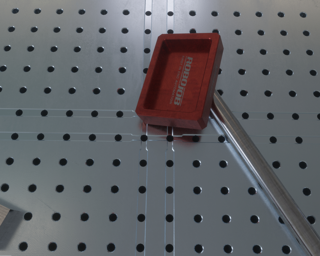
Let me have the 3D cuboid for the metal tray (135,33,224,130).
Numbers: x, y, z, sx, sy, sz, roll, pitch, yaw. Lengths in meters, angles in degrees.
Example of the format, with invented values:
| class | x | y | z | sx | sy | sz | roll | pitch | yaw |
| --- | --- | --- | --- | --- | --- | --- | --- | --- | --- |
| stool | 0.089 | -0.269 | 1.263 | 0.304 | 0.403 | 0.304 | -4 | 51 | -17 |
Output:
| class | x | y | z | sx | sy | sz | roll | pitch | yaw |
| --- | --- | --- | --- | --- | --- | --- | --- | --- | --- |
| metal tray | 0.028 | -0.066 | 0.417 | 0.090 | 0.030 | 0.130 | 6 | 69 | 23 |

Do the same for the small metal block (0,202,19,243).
| class | x | y | z | sx | sy | sz | roll | pitch | yaw |
| --- | --- | --- | --- | --- | --- | --- | --- | --- | --- |
| small metal block | -0.209 | 0.111 | 0.370 | 0.050 | 0.025 | 0.050 | 23 | 72 | 8 |

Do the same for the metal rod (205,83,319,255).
| class | x | y | z | sx | sy | sz | roll | pitch | yaw |
| --- | --- | --- | --- | --- | --- | --- | --- | --- | --- |
| metal rod | 0.135 | 0.065 | 0.388 | 0.025 | 0.025 | 0.299 | -28 | 73 | -10 |
